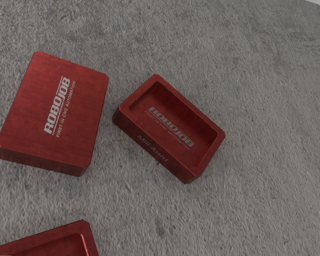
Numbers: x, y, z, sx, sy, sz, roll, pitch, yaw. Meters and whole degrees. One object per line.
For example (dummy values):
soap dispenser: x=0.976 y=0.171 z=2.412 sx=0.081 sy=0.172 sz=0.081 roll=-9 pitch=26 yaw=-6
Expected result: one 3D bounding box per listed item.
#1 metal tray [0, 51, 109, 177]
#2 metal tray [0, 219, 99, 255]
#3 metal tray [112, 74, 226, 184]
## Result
metal tray: x=-0.115 y=-0.018 z=0.350 sx=0.091 sy=0.030 sz=0.130 roll=17 pitch=55 yaw=-18
metal tray: x=-0.112 y=0.140 z=0.254 sx=0.131 sy=0.030 sz=0.090 roll=-10 pitch=67 yaw=-33
metal tray: x=0.015 y=-0.001 z=0.408 sx=0.130 sy=0.030 sz=0.090 roll=41 pitch=51 yaw=0
